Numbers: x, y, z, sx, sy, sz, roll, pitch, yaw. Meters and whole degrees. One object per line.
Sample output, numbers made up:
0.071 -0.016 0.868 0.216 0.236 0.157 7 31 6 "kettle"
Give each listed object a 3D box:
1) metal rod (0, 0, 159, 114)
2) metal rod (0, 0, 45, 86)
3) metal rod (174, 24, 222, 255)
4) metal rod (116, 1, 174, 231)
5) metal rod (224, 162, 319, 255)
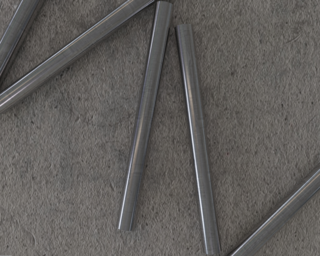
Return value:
-0.093 -0.117 0.408 0.301 0.025 0.025 -36 90 0 "metal rod"
-0.188 -0.130 0.408 0.025 0.025 0.299 27 90 0 "metal rod"
0.050 0.014 0.410 0.025 0.025 0.298 -7 90 0 "metal rod"
-0.020 -0.016 0.409 0.025 0.025 0.298 10 90 0 "metal rod"
0.187 0.089 0.411 0.300 0.025 0.025 -44 90 0 "metal rod"
